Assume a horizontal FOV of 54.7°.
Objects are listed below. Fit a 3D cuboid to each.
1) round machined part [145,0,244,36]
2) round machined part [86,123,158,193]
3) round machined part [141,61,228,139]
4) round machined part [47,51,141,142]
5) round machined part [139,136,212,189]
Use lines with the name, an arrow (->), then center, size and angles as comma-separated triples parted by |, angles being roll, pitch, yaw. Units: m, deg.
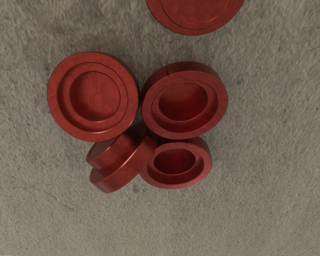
round machined part -> 0.033, -0.131, 0.285 | 0.099, 0.042, 0.097 | -1, 130, 0
round machined part -> -0.053, 0.029, 0.385 | 0.098, 0.098, 0.042 | -34, 112, 25
round machined part -> 0.026, -0.036, 0.361 | 0.099, 0.042, 0.097 | -5, 132, -5
round machined part -> -0.070, -0.036, 0.348 | 0.099, 0.042, 0.097 | 1, 104, 3
round machined part -> 0.019, 0.039, 0.426 | 0.099, 0.042, 0.097 | -3, 134, -3
